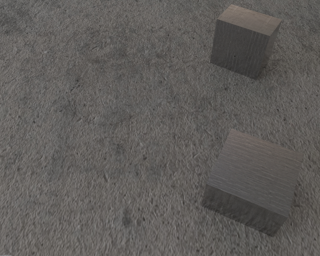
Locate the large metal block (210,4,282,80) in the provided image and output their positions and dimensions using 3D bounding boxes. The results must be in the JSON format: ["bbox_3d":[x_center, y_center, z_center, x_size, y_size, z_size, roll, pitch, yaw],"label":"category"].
[{"bbox_3d":[0.130,-0.132,0.479,0.080,0.080,0.050,26,55,20],"label":"large metal block"}]

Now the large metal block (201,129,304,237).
[{"bbox_3d":[0.100,0.058,0.339,0.080,0.050,0.080,21,53,16],"label":"large metal block"}]
